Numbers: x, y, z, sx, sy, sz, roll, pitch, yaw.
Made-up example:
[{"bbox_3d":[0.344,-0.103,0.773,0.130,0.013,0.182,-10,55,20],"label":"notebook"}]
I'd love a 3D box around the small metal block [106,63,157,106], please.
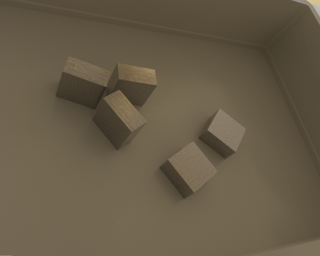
[{"bbox_3d":[-0.038,-0.055,0.402,0.050,0.050,0.025,6,60,-26],"label":"small metal block"}]

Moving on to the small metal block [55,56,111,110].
[{"bbox_3d":[-0.093,-0.053,0.372,0.050,0.050,0.025,19,55,-18],"label":"small metal block"}]

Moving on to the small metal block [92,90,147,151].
[{"bbox_3d":[-0.049,-0.009,0.368,0.050,0.050,0.025,50,51,6],"label":"small metal block"}]

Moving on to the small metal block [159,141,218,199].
[{"bbox_3d":[0.037,0.053,0.393,0.050,0.025,0.050,-32,80,-38],"label":"small metal block"}]

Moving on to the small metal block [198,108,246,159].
[{"bbox_3d":[0.091,0.008,0.449,0.050,0.025,0.050,38,51,-3],"label":"small metal block"}]
